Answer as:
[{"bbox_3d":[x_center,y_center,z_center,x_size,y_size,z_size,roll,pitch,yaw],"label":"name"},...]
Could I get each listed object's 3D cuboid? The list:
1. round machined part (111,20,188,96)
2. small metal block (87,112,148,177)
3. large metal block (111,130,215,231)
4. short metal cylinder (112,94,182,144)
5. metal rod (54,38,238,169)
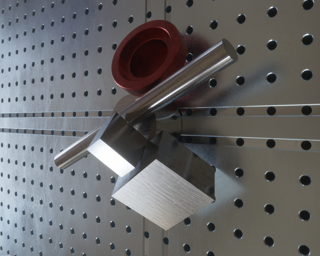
[{"bbox_3d":[-0.009,-0.082,0.389,0.098,0.042,0.098,-14,60,27],"label":"round machined part"},{"bbox_3d":[-0.047,0.018,0.350,0.050,0.050,0.025,42,126,-17],"label":"small metal block"},{"bbox_3d":[0.005,0.062,0.357,0.080,0.050,0.080,37,123,-16],"label":"large metal block"},{"bbox_3d":[-0.019,-0.003,0.406,0.080,0.050,0.079,0,90,39],"label":"short metal cylinder"},{"bbox_3d":[-0.040,-0.012,0.375,0.299,0.025,0.025,-30,72,35],"label":"metal rod"}]
